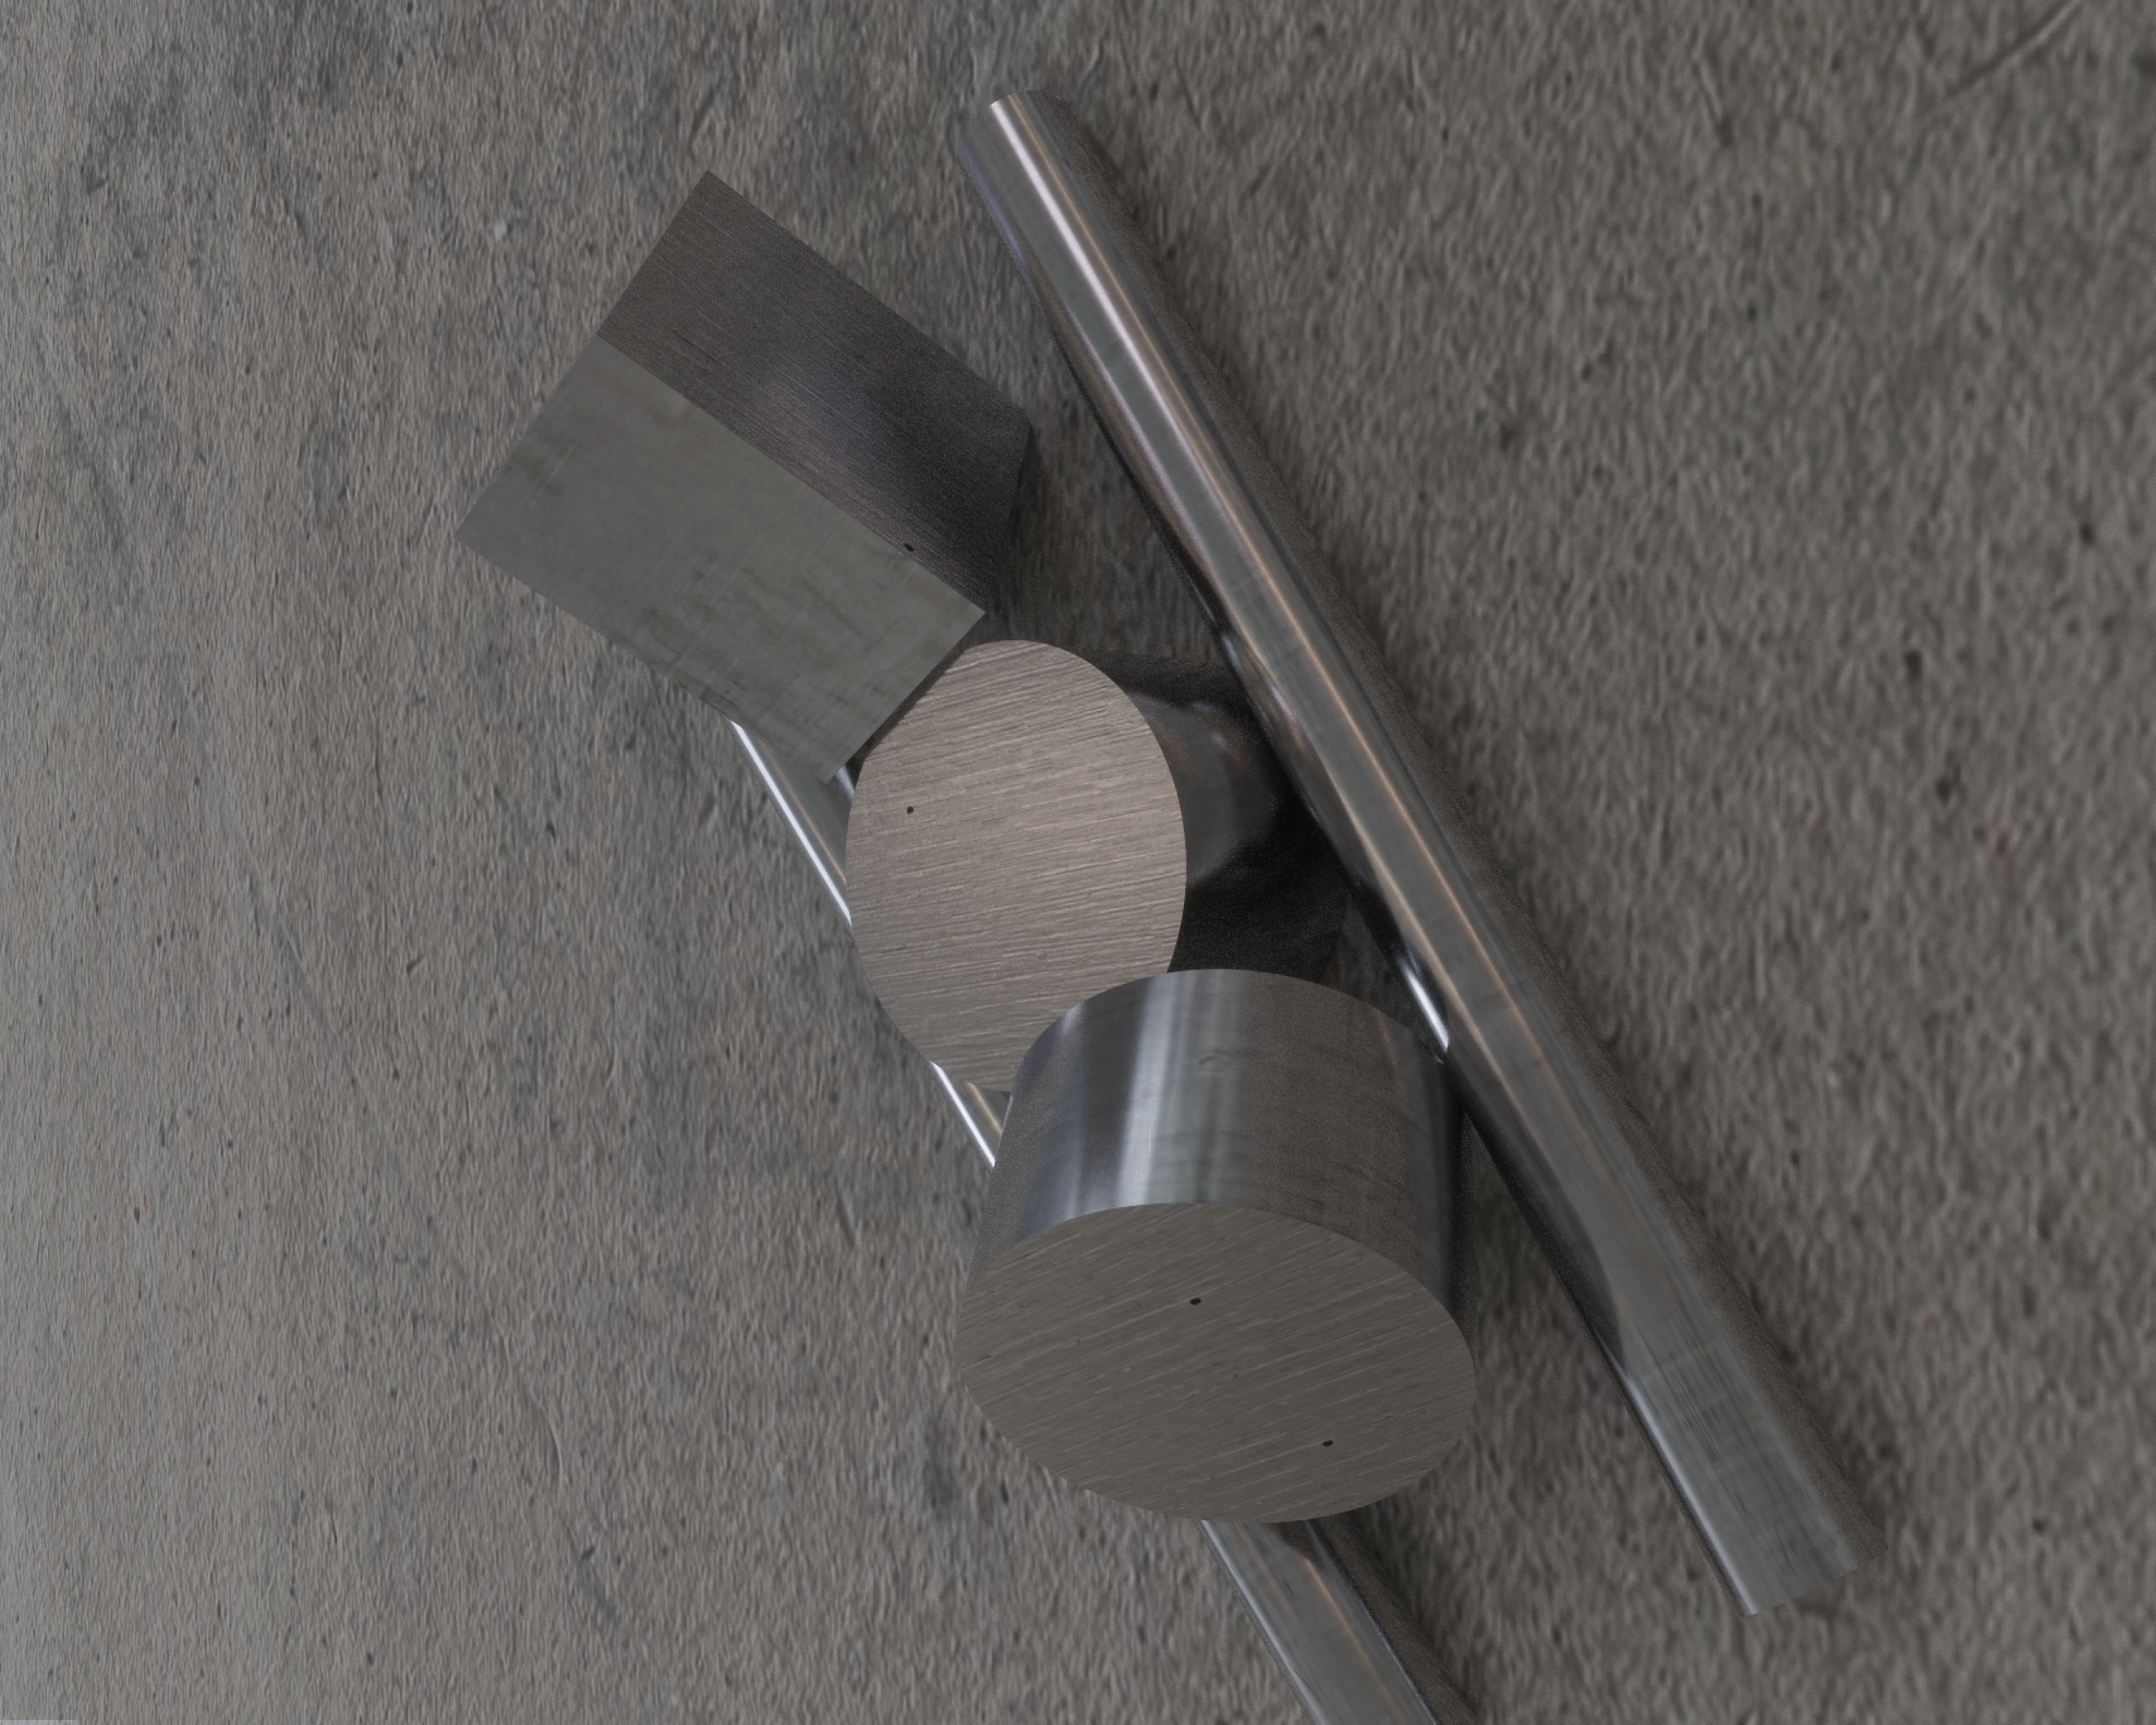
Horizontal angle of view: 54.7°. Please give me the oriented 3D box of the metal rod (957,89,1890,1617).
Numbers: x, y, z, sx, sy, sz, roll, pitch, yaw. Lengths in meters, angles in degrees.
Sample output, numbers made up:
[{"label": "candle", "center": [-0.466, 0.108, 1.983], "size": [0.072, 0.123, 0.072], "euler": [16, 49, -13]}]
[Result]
[{"label": "metal rod", "center": [0.049, -0.018, 0.365], "size": [0.025, 0.025, 0.299], "euler": [-39, 66, 33]}]

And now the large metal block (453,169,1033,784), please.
[{"label": "large metal block", "center": [-0.060, -0.075, 0.400], "size": [0.050, 0.080, 0.080], "euler": [-44, 22, 31]}]

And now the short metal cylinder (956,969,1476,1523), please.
[{"label": "short metal cylinder", "center": [0.024, 0.064, 0.343], "size": [0.080, 0.080, 0.050], "euler": [-38, 24, 33]}]

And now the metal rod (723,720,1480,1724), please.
[{"label": "metal rod", "center": [-0.016, 0.041, 0.419], "size": [0.025, 0.025, 0.299], "euler": [-48, 62, 29]}]

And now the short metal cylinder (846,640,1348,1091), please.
[{"label": "short metal cylinder", "center": [0.003, 0.001, 0.387], "size": [0.080, 0.050, 0.080], "euler": [0, 90, 40]}]
